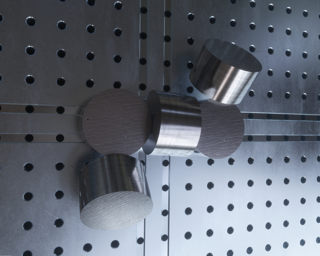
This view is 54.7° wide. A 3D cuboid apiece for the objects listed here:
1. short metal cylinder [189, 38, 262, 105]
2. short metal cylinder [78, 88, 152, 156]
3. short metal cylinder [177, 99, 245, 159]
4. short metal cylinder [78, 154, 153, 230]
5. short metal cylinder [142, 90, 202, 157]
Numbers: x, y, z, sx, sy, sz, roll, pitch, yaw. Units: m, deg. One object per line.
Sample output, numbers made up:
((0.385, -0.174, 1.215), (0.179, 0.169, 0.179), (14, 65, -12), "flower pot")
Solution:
((0.085, -0.075, 0.409), (0.081, 0.080, 0.050), (9, 129, -20), "short metal cylinder")
((-0.056, -0.006, 0.378), (0.081, 0.050, 0.079), (0, 90, -21), "short metal cylinder")
((0.067, 0.000, 0.425), (0.081, 0.050, 0.079), (0, 90, -21), "short metal cylinder")
((-0.052, 0.076, 0.359), (0.081, 0.050, 0.080), (-10, 137, -9), "short metal cylinder")
((0.011, -0.005, 0.388), (0.050, 0.080, 0.080), (5, 88, -20), "short metal cylinder")
